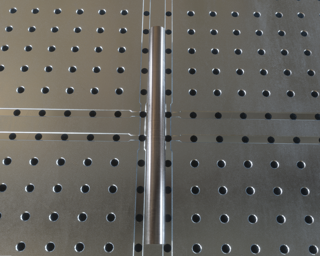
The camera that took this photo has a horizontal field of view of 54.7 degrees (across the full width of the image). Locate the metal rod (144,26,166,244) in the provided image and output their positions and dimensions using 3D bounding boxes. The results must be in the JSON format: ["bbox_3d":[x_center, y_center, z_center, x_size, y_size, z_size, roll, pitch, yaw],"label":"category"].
[{"bbox_3d":[-0.005,-0.005,0.413,0.025,0.025,0.299,0,70,0],"label":"metal rod"}]
